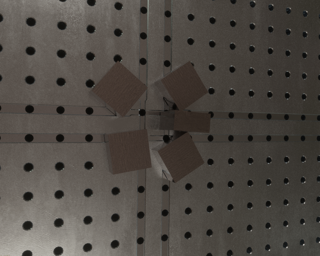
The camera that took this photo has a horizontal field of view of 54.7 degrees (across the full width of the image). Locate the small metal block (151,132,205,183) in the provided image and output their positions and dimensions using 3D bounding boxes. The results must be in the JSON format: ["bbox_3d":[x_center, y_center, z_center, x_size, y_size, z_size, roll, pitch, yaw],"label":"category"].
[{"bbox_3d":[0.025,0.039,0.423,0.050,0.025,0.050,-32,101,-17],"label":"small metal block"}]

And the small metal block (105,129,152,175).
[{"bbox_3d":[-0.041,0.029,0.398,0.050,0.025,0.050,-8,93,-20],"label":"small metal block"}]

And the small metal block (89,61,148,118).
[{"bbox_3d":[-0.053,-0.048,0.394,0.050,0.025,0.050,41,77,-16],"label":"small metal block"}]

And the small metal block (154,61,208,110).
[{"bbox_3d":[0.029,-0.056,0.425,0.050,0.025,0.050,-36,102,-17],"label":"small metal block"}]

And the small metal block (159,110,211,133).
[{"bbox_3d":[0.032,-0.008,0.412,0.050,0.050,0.025,5,88,-20],"label":"small metal block"}]
